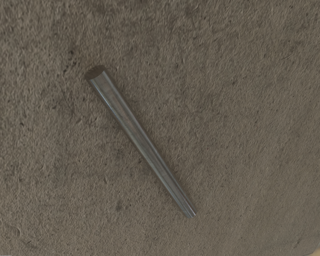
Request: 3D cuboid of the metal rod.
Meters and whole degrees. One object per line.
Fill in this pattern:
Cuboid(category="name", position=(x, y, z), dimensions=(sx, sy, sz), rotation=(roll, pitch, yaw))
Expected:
Cuboid(category="metal rod", position=(-0.010, 0.040, 0.425), dimensions=(0.025, 0.025, 0.300), rotation=(-35, 129, -5))
